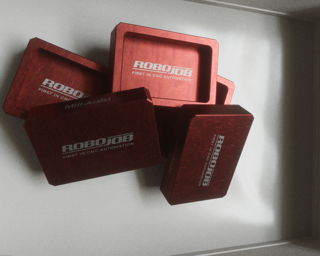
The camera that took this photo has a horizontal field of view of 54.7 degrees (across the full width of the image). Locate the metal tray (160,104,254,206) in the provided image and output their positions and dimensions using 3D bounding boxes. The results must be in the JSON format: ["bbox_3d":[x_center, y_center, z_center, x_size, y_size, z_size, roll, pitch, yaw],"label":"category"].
[{"bbox_3d":[0.057,0.034,0.394,0.091,0.030,0.129,-2,119,-26],"label":"metal tray"}]

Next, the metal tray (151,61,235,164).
[{"bbox_3d":[0.041,-0.016,0.422,0.091,0.030,0.129,21,83,-19],"label":"metal tray"}]

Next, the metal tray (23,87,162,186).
[{"bbox_3d":[-0.069,0.011,0.345,0.131,0.030,0.089,-11,124,-5],"label":"metal tray"}]

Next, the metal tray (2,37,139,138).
[{"bbox_3d":[-0.102,-0.038,0.367,0.131,0.030,0.090,21,83,-19],"label":"metal tray"}]

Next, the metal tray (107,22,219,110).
[{"bbox_3d":[0.005,-0.069,0.377,0.131,0.030,0.089,4,89,-20],"label":"metal tray"}]
